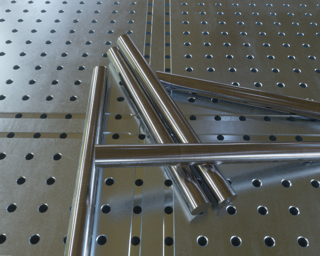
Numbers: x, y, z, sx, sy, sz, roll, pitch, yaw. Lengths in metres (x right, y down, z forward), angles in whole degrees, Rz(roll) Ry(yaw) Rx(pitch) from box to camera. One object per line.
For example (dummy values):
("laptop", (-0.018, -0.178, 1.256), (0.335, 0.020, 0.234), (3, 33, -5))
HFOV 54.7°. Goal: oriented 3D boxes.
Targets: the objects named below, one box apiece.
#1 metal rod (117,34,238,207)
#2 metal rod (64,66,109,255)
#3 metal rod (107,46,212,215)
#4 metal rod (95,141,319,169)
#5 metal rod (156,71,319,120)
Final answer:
("metal rod", (0.009, -0.029, 0.418), (0.025, 0.025, 0.299), (-21, 57, -17))
("metal rod", (-0.085, 0.028, 0.382), (0.025, 0.025, 0.300), (-1, 50, -2))
("metal rod", (-0.015, -0.018, 0.422), (0.025, 0.025, 0.300), (-18, 53, -15))
("metal rod", (0.080, 0.029, 0.352), (0.302, 0.025, 0.025), (0, 49, -14))
("metal rod", (0.139, -0.042, 0.444), (0.301, 0.025, 0.025), (13, 51, 10))
